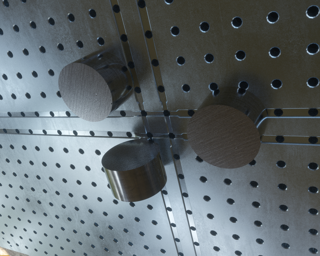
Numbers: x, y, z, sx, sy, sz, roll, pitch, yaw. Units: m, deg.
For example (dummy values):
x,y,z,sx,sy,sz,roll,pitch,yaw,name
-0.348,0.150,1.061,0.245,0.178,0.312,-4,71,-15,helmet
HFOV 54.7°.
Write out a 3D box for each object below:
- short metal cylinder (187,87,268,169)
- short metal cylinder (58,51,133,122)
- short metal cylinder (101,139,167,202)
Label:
x,y,z,sx,sy,sz,roll,pitch,yaw,name
0.077,-0.001,0.354,0.080,0.050,0.079,13,124,21,short metal cylinder
-0.084,-0.055,0.405,0.080,0.050,0.079,13,124,21,short metal cylinder
-0.035,0.057,0.429,0.080,0.080,0.050,1,119,27,short metal cylinder
